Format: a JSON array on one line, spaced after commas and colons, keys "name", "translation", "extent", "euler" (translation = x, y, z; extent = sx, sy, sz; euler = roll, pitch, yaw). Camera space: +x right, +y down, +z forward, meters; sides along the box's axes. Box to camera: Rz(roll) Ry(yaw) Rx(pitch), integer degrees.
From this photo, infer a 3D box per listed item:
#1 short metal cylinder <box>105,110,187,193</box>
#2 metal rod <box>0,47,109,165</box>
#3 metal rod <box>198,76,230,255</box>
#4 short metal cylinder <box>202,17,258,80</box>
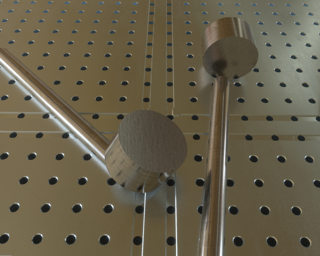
[{"name": "short metal cylinder", "translation": [-0.016, 0.026, 0.351], "extent": [0.081, 0.050, 0.080], "euler": [15, 50, -19]}, {"name": "metal rod", "translation": [-0.153, -0.038, 0.438], "extent": [0.025, 0.025, 0.300], "euler": [-37, 59, -27]}, {"name": "metal rod", "translation": [0.068, 0.044, 0.370], "extent": [0.025, 0.025, 0.300], "euler": [7, 50, 6]}, {"name": "short metal cylinder", "translation": [0.105, -0.120, 0.473], "extent": [0.080, 0.080, 0.050], "euler": [2, 50, 1]}]
